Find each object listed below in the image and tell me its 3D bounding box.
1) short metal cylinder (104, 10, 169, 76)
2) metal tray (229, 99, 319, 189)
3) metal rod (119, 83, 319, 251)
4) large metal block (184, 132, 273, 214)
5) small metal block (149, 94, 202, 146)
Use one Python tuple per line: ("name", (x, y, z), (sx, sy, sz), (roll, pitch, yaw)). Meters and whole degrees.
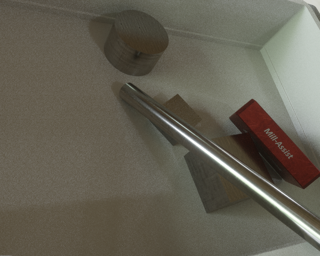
("short metal cylinder", (-0.035, -0.122, 0.447), (0.081, 0.050, 0.080), (14, 56, -21))
("metal tray", (0.157, 0.021, 0.439), (0.030, 0.090, 0.130), (-41, 84, 3))
("metal rod", (0.057, 0.029, 0.339), (0.025, 0.025, 0.300), (-25, 50, -37))
("large metal block", (0.090, 0.057, 0.405), (0.081, 0.050, 0.080), (-8, 66, -32))
("small metal block", (0.021, -0.012, 0.426), (0.050, 0.025, 0.050), (47, 51, 5))
